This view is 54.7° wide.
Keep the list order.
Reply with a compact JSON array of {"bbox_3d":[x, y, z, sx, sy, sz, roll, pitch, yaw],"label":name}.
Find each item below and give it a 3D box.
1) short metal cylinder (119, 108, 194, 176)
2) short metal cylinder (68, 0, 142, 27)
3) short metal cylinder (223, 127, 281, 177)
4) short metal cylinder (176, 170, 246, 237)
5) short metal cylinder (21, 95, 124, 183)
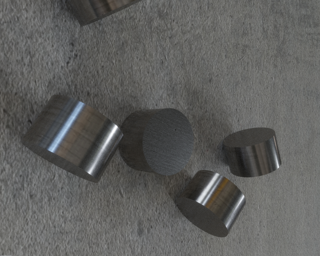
[{"bbox_3d":[-0.004,0.016,0.385,0.081,0.050,0.080,0,90,-40],"label":"short metal cylinder"},{"bbox_3d":[-0.057,-0.145,0.320,0.080,0.080,0.050,-38,114,-33],"label":"short metal cylinder"},{"bbox_3d":[0.145,0.037,0.491,0.081,0.080,0.050,-27,108,-37],"label":"short metal cylinder"},{"bbox_3d":[0.070,0.104,0.427,0.050,0.080,0.080,-48,119,-29],"label":"short metal cylinder"},{"bbox_3d":[-0.083,0.012,0.299,0.080,0.080,0.050,41,65,-33],"label":"short metal cylinder"}]
